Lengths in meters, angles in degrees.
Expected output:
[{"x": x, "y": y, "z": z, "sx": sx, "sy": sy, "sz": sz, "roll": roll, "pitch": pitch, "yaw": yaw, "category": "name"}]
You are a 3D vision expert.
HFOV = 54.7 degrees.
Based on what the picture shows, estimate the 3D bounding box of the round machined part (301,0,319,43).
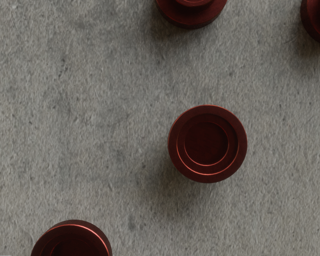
[{"x": 0.242, "y": -0.160, "z": 0.405, "sx": 0.099, "sy": 0.042, "sz": 0.097, "roll": 0, "pitch": 90, "yaw": -1, "category": "round machined part"}]

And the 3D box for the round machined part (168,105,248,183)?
[{"x": 0.059, "y": 0.019, "z": 0.402, "sx": 0.099, "sy": 0.042, "sz": 0.097, "roll": 0, "pitch": 90, "yaw": -1, "category": "round machined part"}]

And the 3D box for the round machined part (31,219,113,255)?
[{"x": -0.111, "y": 0.167, "z": 0.400, "sx": 0.099, "sy": 0.042, "sz": 0.097, "roll": 0, "pitch": 90, "yaw": -1, "category": "round machined part"}]

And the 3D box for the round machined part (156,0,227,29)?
[{"x": 0.041, "y": -0.183, "z": 0.402, "sx": 0.099, "sy": 0.042, "sz": 0.097, "roll": 0, "pitch": 90, "yaw": -1, "category": "round machined part"}]
